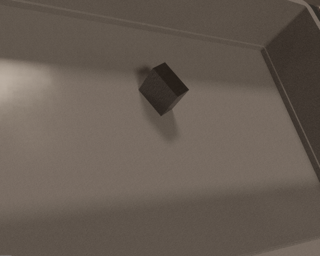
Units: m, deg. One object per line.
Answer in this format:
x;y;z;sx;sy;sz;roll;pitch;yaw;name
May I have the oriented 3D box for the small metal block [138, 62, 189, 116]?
0.004;-0.053;0.425;0.025;0.050;0.050;-35;82;-39;small metal block
